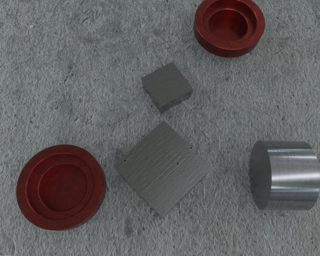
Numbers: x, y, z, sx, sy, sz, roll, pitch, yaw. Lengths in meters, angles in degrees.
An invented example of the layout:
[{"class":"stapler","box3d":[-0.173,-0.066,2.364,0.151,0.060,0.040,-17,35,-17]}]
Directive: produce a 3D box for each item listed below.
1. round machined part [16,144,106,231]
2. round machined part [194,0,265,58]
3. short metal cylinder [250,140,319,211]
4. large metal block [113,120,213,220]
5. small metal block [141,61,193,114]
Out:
[{"class":"round machined part","box3d":[-0.114,0.072,0.371,0.099,0.042,0.098,0,70,-1]},{"class":"round machined part","box3d":[0.098,-0.145,0.453,0.099,0.042,0.098,0,70,-1]},{"class":"short metal cylinder","box3d":[0.141,0.055,0.361,0.050,0.080,0.080,1,70,0]},{"class":"large metal block","box3d":[0.003,0.052,0.376,0.080,0.050,0.080,-42,76,-14]},{"class":"small metal block","box3d":[0.009,-0.056,0.429,0.050,0.025,0.050,-30,73,-11]}]
